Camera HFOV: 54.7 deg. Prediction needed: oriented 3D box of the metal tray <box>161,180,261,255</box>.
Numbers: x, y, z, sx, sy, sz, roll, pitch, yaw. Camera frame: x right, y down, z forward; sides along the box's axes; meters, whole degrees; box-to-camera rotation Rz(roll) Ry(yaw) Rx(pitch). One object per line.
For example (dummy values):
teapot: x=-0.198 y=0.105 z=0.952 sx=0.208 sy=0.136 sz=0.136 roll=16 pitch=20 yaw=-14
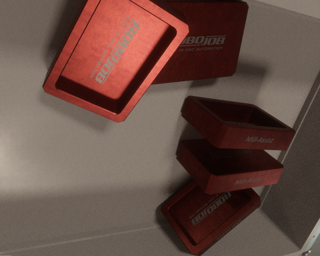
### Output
metal tray: x=0.078 y=0.122 z=0.483 sx=0.130 sy=0.090 sz=0.030 roll=-39 pitch=148 yaw=-2

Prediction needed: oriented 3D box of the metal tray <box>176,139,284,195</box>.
metal tray: x=0.102 y=0.050 z=0.455 sx=0.131 sy=0.090 sz=0.030 roll=-2 pitch=119 yaw=-28

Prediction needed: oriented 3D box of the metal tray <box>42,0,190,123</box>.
metal tray: x=-0.045 y=-0.073 z=0.302 sx=0.091 sy=0.030 sz=0.129 roll=24 pitch=122 yaw=-26

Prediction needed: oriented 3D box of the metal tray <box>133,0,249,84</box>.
metal tray: x=0.035 y=-0.103 z=0.363 sx=0.131 sy=0.030 sz=0.089 roll=-10 pitch=123 yaw=-24

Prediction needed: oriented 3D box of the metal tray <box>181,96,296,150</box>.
metal tray: x=0.106 y=-0.007 z=0.422 sx=0.131 sy=0.090 sz=0.030 roll=4 pitch=117 yaw=-31
